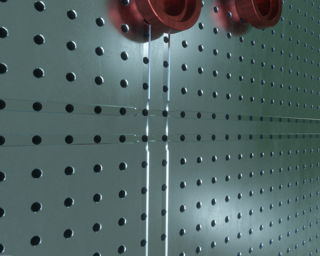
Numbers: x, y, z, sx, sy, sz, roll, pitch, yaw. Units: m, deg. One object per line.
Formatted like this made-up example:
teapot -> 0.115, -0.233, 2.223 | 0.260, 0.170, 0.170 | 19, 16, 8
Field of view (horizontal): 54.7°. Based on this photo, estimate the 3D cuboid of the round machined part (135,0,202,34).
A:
round machined part -> 0.006, -0.172, 0.405 | 0.099, 0.042, 0.097 | 0, 90, -40

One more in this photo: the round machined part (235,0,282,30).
round machined part -> 0.170, -0.222, 0.543 | 0.099, 0.042, 0.097 | 0, 90, -40
